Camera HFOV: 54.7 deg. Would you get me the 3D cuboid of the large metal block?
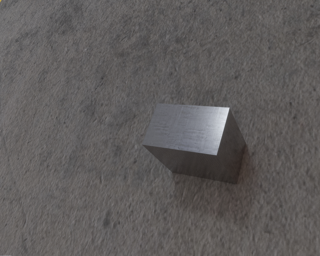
[{"bbox_3d":[0.040,0.017,0.336,0.080,0.080,0.050,6,65,30],"label":"large metal block"}]
